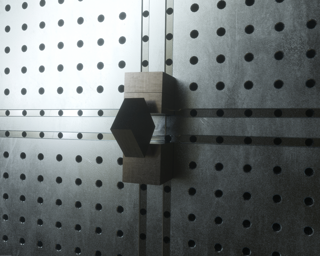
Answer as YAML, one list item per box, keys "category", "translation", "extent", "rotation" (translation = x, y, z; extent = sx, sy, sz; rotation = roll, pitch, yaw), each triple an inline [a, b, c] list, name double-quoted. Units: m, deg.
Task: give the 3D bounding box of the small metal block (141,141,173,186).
- category: "small metal block"
  translation: [-0.003, 0.044, 0.398]
  extent: [0.025, 0.050, 0.050]
  rotation: [2, 91, 20]

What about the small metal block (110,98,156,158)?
- category: "small metal block"
  translation: [-0.030, 0.000, 0.365]
  extent: [0.025, 0.050, 0.050]
  rotation: [1, 48, 20]

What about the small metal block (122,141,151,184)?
- category: "small metal block"
  translation: [-0.026, 0.043, 0.407]
  extent: [0.025, 0.050, 0.050]
  rotation: [2, 91, 20]

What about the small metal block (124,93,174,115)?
- category: "small metal block"
  translation: [-0.013, -0.031, 0.402]
  extent: [0.050, 0.050, 0.025]
  rotation: [2, 91, 19]

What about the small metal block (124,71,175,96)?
- category: "small metal block"
  translation: [-0.012, -0.056, 0.402]
  extent: [0.050, 0.050, 0.025]
  rotation: [2, 91, 19]
